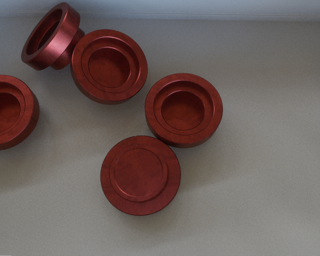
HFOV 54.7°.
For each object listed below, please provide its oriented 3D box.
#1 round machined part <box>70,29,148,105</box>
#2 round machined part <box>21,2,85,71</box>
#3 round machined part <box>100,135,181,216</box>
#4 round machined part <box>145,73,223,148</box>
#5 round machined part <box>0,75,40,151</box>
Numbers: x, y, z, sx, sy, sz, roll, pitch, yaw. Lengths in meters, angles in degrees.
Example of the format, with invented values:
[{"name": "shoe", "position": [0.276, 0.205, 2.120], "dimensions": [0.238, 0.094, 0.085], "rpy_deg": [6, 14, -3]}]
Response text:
[{"name": "round machined part", "position": [-0.070, -0.078, 0.416], "dimensions": [0.099, 0.042, 0.098], "rpy_deg": [4, 79, -21]}, {"name": "round machined part", "position": [-0.142, -0.119, 0.425], "dimensions": [0.098, 0.042, 0.098], "rpy_deg": [-23, 49, 30]}, {"name": "round machined part", "position": [-0.024, 0.056, 0.375], "dimensions": [0.099, 0.042, 0.098], "rpy_deg": [-1, 74, 2]}, {"name": "round machined part", "position": [0.030, -0.020, 0.408], "dimensions": [0.099, 0.042, 0.098], "rpy_deg": [0, 70, -1]}, {"name": "round machined part", "position": [-0.206, -0.017, 0.404], "dimensions": [0.099, 0.042, 0.098], "rpy_deg": [0, 70, -1]}]
